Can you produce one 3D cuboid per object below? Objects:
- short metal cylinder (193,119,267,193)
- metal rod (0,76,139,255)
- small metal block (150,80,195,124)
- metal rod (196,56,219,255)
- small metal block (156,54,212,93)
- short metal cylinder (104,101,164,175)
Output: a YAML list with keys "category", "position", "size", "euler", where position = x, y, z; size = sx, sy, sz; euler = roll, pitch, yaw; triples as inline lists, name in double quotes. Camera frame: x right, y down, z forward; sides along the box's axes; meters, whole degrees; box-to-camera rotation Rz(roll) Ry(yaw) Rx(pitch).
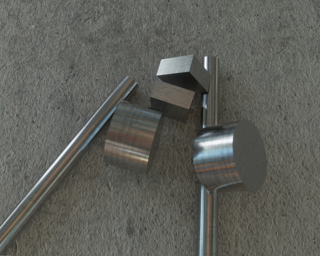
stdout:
- category: "short metal cylinder"
  position: [0.083, 0.034, 0.360]
  size: [0.050, 0.080, 0.080]
  euler: [-14, 64, 40]
- category: "metal rod"
  position: [-0.126, 0.052, 0.388]
  size: [0.025, 0.025, 0.300]
  euler: [33, 73, 11]
- category: "small metal block"
  position: [0.016, -0.033, 0.407]
  size: [0.050, 0.050, 0.025]
  euler: [19, 71, 6]
- category: "metal rod"
  position: [0.062, 0.044, 0.392]
  size: [0.025, 0.025, 0.299]
  euler: [4, 70, 1]
- category: "small metal block"
  position: [0.032, -0.069, 0.410]
  size: [0.050, 0.050, 0.025]
  euler: [0, 66, 37]
- category: "short metal cylinder"
  position: [-0.029, 0.012, 0.374]
  size: [0.050, 0.080, 0.080]
  euler: [15, 71, 5]
